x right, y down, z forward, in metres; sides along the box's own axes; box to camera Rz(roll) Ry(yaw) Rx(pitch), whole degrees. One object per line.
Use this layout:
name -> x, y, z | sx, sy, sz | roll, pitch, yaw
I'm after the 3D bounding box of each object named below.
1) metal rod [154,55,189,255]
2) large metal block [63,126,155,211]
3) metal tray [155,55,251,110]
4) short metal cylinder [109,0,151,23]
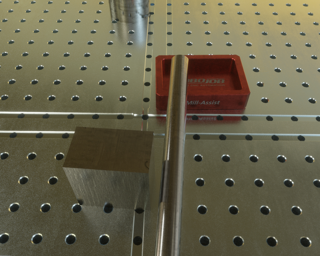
metal rod -> 0.016, 0.031, 0.358 | 0.025, 0.025, 0.300 | 4, 57, 3
large metal block -> -0.048, 0.045, 0.333 | 0.080, 0.080, 0.050 | 4, 50, 3
metal tray -> 0.059, -0.070, 0.463 | 0.131, 0.030, 0.090 | -1, 50, -1
short metal cylinder -> -0.059, -0.246, 0.598 | 0.081, 0.050, 0.080 | 0, 50, 0
